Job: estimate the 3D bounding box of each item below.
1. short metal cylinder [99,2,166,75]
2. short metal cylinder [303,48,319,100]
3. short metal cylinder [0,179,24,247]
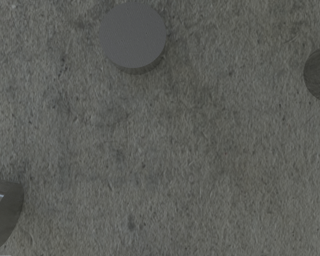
[{"bbox_3d":[-0.033,-0.112,0.397,0.081,0.050,0.079,0,90,-1],"label":"short metal cylinder"},{"bbox_3d":[0.237,-0.074,0.401,0.081,0.050,0.079,0,90,-1],"label":"short metal cylinder"},{"bbox_3d":[-0.211,0.102,0.380,0.050,0.080,0.080,14,90,0],"label":"short metal cylinder"}]
